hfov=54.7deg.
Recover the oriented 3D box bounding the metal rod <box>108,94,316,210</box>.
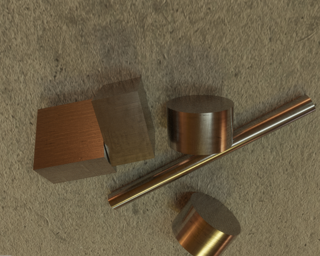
[{"bbox_3d":[0.062,0.037,0.424,0.301,0.025,0.025,-28,108,9],"label":"metal rod"}]

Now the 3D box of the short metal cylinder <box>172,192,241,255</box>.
[{"bbox_3d":[0.064,0.136,0.431,0.080,0.080,0.050,29,108,-10],"label":"short metal cylinder"}]

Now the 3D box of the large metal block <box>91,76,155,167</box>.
[{"bbox_3d":[-0.039,-0.011,0.376,0.050,0.080,0.080,-12,110,4],"label":"large metal block"}]

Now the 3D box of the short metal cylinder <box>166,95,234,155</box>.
[{"bbox_3d":[0.049,-0.006,0.379,0.080,0.080,0.050,-2,110,1],"label":"short metal cylinder"}]

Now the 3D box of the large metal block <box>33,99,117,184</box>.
[{"bbox_3d":[-0.101,0.016,0.378,0.080,0.080,0.050,-11,151,4],"label":"large metal block"}]
